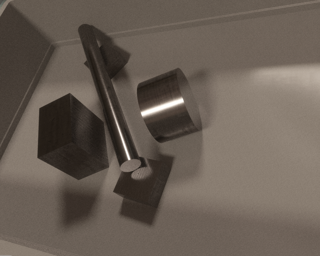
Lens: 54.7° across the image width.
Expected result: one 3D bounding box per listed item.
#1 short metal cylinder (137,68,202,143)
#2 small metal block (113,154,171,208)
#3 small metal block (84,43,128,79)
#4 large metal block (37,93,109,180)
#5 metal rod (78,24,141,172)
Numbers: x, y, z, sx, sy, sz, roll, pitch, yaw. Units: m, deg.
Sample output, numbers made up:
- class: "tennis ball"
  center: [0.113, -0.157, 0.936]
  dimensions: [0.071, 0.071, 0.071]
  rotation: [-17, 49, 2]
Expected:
- class: "short metal cylinder"
  center: [0.013, -0.027, 0.379]
  dimensions: [0.050, 0.080, 0.080]
  rotation: [-19, 54, 17]
- class: "small metal block"
  center: [-0.021, 0.064, 0.376]
  dimensions: [0.050, 0.025, 0.050]
  rotation: [9, 66, 31]
- class: "small metal block"
  center: [-0.091, -0.109, 0.518]
  dimensions: [0.050, 0.025, 0.050]
  rotation: [-47, 52, -5]
- class: "large metal block"
  center: [-0.116, 0.014, 0.421]
  dimensions: [0.050, 0.080, 0.080]
  rotation: [-24, 53, 13]
- class: "metal rod"
  center: [-0.083, -0.064, 0.454]
  dimensions: [0.025, 0.025, 0.300]
  rotation: [-31, 52, 8]
